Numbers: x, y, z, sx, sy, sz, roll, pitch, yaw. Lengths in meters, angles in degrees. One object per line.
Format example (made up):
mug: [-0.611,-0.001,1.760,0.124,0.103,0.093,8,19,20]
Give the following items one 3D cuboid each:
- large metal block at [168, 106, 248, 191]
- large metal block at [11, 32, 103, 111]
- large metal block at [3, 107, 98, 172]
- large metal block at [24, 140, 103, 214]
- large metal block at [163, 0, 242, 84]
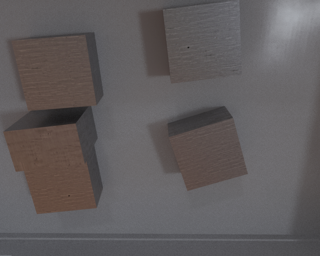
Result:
large metal block: [0.061,0.026,0.409,0.080,0.050,0.080,-17,110,6]
large metal block: [-0.117,-0.069,0.371,0.081,0.050,0.079,-4,110,1]
large metal block: [-0.129,0.009,0.383,0.080,0.080,0.050,-6,110,2]
large metal block: [-0.128,0.065,0.420,0.080,0.050,0.079,-6,110,2]
large metal block: [0.048,-0.101,0.362,0.080,0.050,0.079,-7,110,2]
